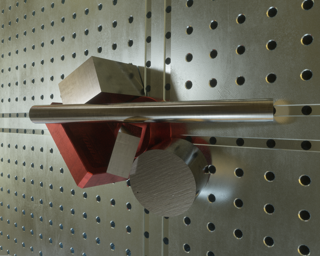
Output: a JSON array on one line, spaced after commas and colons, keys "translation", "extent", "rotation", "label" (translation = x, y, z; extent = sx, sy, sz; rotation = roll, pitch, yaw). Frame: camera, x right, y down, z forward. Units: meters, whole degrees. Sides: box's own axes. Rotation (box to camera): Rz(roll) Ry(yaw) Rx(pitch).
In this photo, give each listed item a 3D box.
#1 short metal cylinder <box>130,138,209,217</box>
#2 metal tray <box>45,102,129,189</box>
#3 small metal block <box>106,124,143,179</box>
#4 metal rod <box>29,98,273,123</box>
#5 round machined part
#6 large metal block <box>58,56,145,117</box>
[{"translation": [0.012, 0.057, 0.366], "extent": [0.080, 0.050, 0.079], "rotation": [6, 105, 23], "label": "short metal cylinder"}, {"translation": [-0.100, 0.020, 0.446], "extent": [0.030, 0.091, 0.130], "rotation": [-51, 61, 28], "label": "metal tray"}, {"translation": [-0.041, 0.025, 0.368], "extent": [0.025, 0.050, 0.050], "rotation": [17, 102, -5], "label": "small metal block"}, {"translation": [-0.026, -0.018, 0.367], "extent": [0.301, 0.025, 0.025], "rotation": [0, 90, 20], "label": "metal rod"}, {"translation": [-0.024, 0.006, 0.420], "extent": [0.098, 0.042, 0.097], "rotation": [0, 90, 39], "label": "round machined part"}, {"translation": [-0.082, -0.053, 0.436], "extent": [0.080, 0.081, 0.050], "rotation": [-27, 74, 36], "label": "large metal block"}]
